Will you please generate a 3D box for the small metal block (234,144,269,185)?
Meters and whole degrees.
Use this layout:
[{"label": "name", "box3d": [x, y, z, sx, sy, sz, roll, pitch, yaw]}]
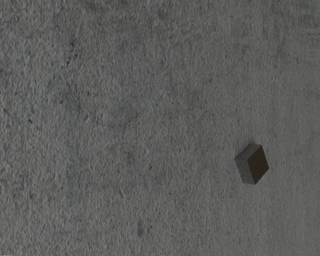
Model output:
[{"label": "small metal block", "box3d": [0.160, 0.062, 0.539, 0.050, 0.025, 0.050, -36, 112, -34]}]
